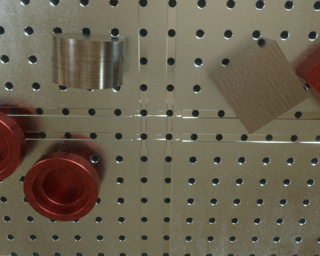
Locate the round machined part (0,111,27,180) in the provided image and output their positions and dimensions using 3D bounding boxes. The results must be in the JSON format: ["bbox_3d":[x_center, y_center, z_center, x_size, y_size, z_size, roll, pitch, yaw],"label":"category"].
[{"bbox_3d":[-0.225,0.019,0.409,0.099,0.042,0.097,0,110,0],"label":"round machined part"}]

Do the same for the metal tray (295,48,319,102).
[{"bbox_3d":[0.249,-0.083,0.382,0.090,0.030,0.130,42,105,-14],"label":"metal tray"}]

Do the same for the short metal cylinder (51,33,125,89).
[{"bbox_3d":[-0.082,-0.078,0.354,0.081,0.080,0.050,5,110,-2],"label":"short metal cylinder"}]

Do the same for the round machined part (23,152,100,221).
[{"bbox_3d":[-0.132,0.077,0.431,0.099,0.042,0.097,0,110,0],"label":"round machined part"}]

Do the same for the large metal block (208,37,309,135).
[{"bbox_3d":[0.118,-0.053,0.382,0.080,0.050,0.080,-35,107,12],"label":"large metal block"}]
